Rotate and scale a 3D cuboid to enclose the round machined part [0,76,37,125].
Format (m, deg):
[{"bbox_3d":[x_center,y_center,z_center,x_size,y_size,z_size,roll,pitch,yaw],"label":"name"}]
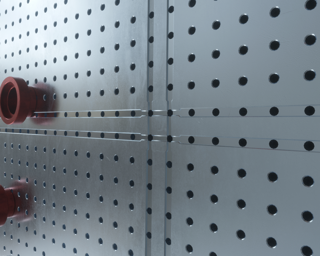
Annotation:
[{"bbox_3d":[-0.293,-0.056,0.642,0.098,0.042,0.097,0,90,40],"label":"round machined part"}]

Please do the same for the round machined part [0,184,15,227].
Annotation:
[{"bbox_3d":[-0.366,0.174,0.703,0.098,0.042,0.097,0,90,40],"label":"round machined part"}]
